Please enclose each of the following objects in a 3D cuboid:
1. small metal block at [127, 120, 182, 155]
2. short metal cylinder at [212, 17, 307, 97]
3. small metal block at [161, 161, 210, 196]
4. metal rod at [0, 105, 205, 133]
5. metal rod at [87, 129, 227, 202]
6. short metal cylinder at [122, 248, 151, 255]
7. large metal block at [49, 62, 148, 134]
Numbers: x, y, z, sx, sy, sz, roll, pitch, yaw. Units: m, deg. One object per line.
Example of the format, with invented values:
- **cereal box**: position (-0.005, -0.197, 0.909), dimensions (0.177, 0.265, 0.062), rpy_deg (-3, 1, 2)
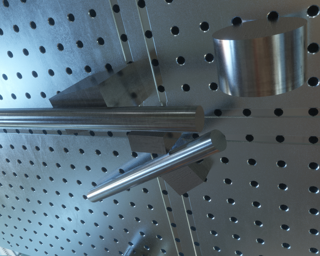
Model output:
- **small metal block**: position (-0.006, 0.009, 0.404), dimensions (0.050, 0.050, 0.025), rpy_deg (3, 119, 27)
- **short metal cylinder**: position (0.092, -0.067, 0.286), dimensions (0.080, 0.080, 0.050), rpy_deg (1, 119, 27)
- **small metal block**: position (0.031, 0.060, 0.432), dimensions (0.050, 0.025, 0.050), rpy_deg (45, 129, -4)
- **metal rod**: position (-0.097, -0.011, 0.351), dimensions (0.300, 0.025, 0.025), rpy_deg (1, 119, 27)
- **metal rod**: position (-0.027, 0.066, 0.440), dimensions (0.025, 0.025, 0.299), rpy_deg (51, 136, -8)
- **short metal cylinder**: position (-0.046, 0.279, 0.592), dimensions (0.080, 0.050, 0.079), rpy_deg (13, 124, 21)
- **large metal block**: position (-0.075, -0.038, 0.392), dimensions (0.080, 0.080, 0.050), rpy_deg (-9, 114, 32)
